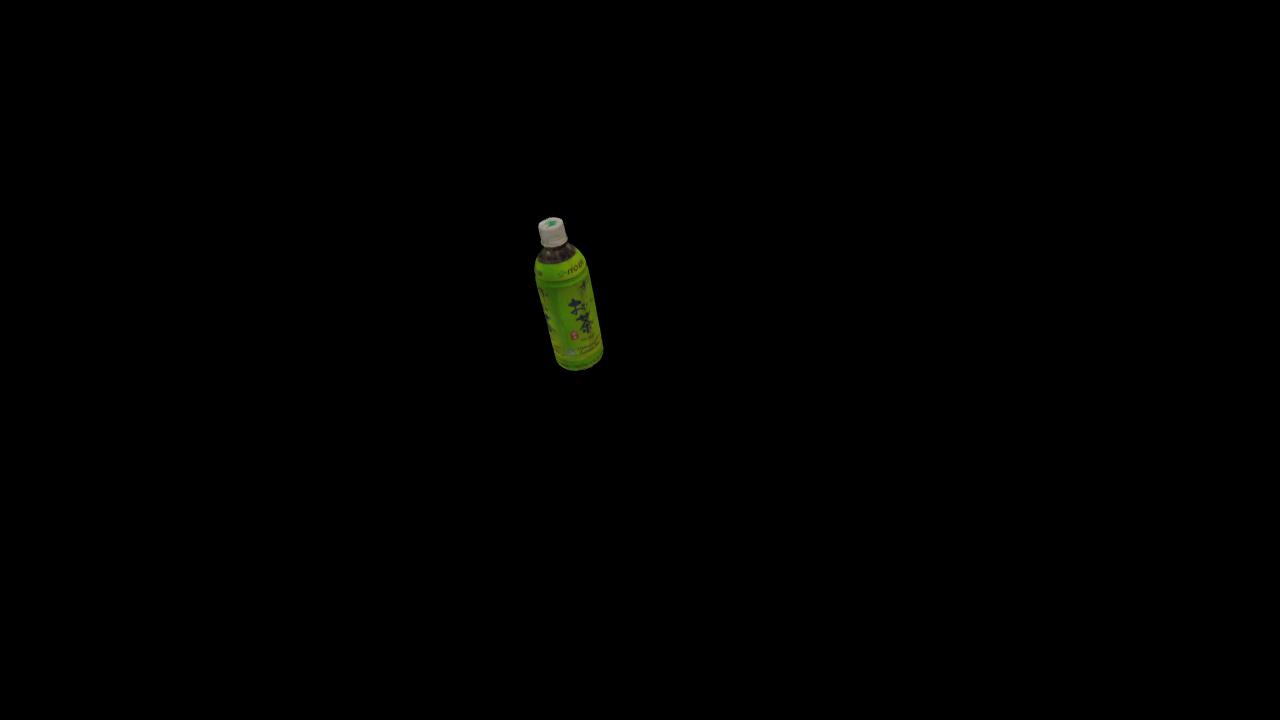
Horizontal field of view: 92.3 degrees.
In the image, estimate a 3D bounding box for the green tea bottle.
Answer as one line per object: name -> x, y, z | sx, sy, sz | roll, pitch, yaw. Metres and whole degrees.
green tea bottle -> -0.096, -0.085, 0.803 | 0.073, 0.212, 0.073 | -6, 39, 4
